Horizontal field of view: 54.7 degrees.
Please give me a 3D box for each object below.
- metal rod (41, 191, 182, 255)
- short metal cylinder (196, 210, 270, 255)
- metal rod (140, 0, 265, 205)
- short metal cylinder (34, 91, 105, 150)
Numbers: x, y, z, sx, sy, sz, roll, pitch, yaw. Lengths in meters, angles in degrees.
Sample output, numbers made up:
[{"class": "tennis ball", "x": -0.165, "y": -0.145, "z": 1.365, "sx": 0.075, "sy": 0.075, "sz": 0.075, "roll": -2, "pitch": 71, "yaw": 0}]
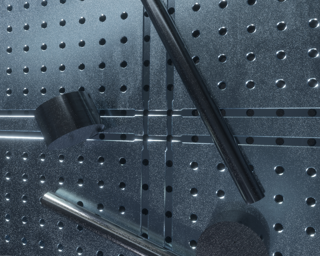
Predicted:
[{"class": "metal rod", "x": -0.038, "y": 0.157, "z": 0.425, "sx": 0.301, "sy": 0.025, "sz": 0.025, "roll": 20, "pitch": 97, "yaw": 18}, {"class": "short metal cylinder", "x": 0.088, "y": 0.144, "z": 0.368, "sx": 0.080, "sy": 0.050, "sz": 0.079, "roll": 0, "pitch": 90, "yaw": 20}, {"class": "metal rod", "x": 0.049, "y": -0.046, "z": 0.394, "sx": 0.025, "sy": 0.025, "sz": 0.299, "roll": -29, "pitch": 81, "yaw": 18}, {"class": "short metal cylinder", "x": -0.124, "y": -0.009, "z": 0.427, "sx": 0.080, "sy": 0.080, "sz": 0.050, "roll": -29, "pitch": 81, "yaw": 18}]
